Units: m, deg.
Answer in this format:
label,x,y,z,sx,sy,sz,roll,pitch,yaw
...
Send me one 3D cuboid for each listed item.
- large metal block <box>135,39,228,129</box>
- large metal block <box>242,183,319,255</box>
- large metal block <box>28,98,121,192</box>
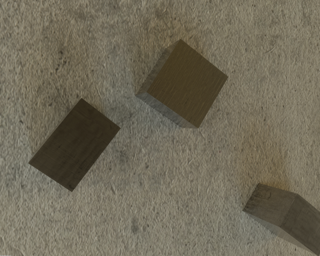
label,x,y,z,sx,sy,sz,roll,pitch,yaw
large metal block,0.028,-0.054,0.406,0.080,0.050,0.080,34,79,-17
large metal block,0.183,0.129,0.447,0.080,0.080,0.050,37,78,-16
large metal block,-0.096,0.016,0.344,0.050,0.080,0.080,39,78,-16
